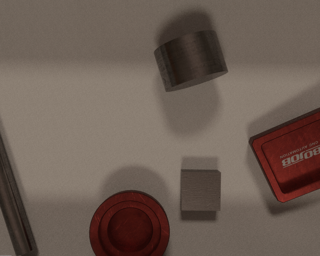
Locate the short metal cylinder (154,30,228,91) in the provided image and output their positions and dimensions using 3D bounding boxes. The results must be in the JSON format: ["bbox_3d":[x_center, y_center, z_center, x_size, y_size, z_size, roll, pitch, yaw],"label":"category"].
[{"bbox_3d":[0.038,-0.081,0.384,0.080,0.080,0.050,-17,90,0],"label":"short metal cylinder"}]

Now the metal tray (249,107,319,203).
[{"bbox_3d":[0.195,0.030,0.400,0.130,0.030,0.090,-25,90,9],"label":"metal tray"}]

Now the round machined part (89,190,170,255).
[{"bbox_3d":[-0.038,0.129,0.400,0.099,0.042,0.097,0,85,-2],"label":"round machined part"}]

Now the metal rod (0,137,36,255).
[{"bbox_3d":[-0.223,0.020,0.408,0.025,0.025,0.298,-18,90,0],"label":"metal rod"}]

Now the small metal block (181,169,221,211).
[{"bbox_3d":[0.053,0.082,0.412,0.050,0.025,0.050,1,90,-1],"label":"small metal block"}]
